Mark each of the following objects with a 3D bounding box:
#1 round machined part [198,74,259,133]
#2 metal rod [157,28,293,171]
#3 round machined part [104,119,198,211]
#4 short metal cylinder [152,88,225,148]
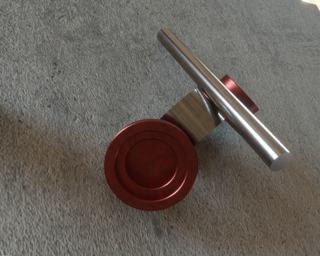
[{"bbox_3d":[0.102,-0.038,0.441,0.098,0.042,0.098,44,14,-13],"label":"round machined part"},{"bbox_3d":[0.061,-0.059,0.399,0.025,0.025,0.300,1,37,-28],"label":"metal rod"},{"bbox_3d":[-0.009,0.038,0.344,0.099,0.042,0.097,0,97,-1],"label":"round machined part"},{"bbox_3d":[0.036,-0.005,0.393,0.050,0.080,0.081,49,51,6],"label":"short metal cylinder"}]
